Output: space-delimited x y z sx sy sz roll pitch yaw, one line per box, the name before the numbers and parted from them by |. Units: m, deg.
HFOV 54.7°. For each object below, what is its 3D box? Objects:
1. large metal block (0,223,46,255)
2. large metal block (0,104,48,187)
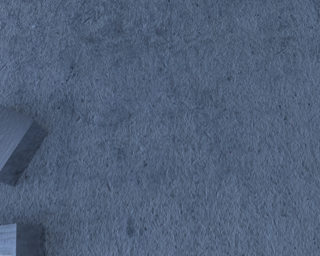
large metal block | -0.176 0.135 0.328 0.081 0.080 0.050 -7 70 -3
large metal block | -0.204 0.017 0.387 0.080 0.050 0.080 24 72 8
